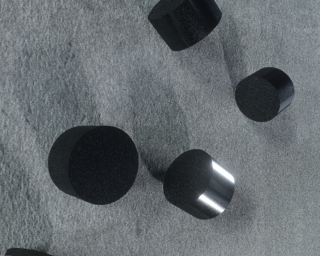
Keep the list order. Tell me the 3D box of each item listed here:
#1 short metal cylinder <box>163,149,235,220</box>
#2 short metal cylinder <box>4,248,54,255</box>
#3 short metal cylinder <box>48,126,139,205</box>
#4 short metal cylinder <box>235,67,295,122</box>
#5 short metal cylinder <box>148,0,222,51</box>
[{"bbox_3d":[0.051,0.075,0.414,0.050,0.080,0.080,38,67,-34],"label":"short metal cylinder"},{"bbox_3d":[-0.110,0.148,0.278,0.080,0.080,0.050,33,70,-36],"label":"short metal cylinder"},{"bbox_3d":[-0.070,0.037,0.331,0.081,0.050,0.079,0,90,-40],"label":"short metal cylinder"},{"bbox_3d":[0.174,-0.056,0.518,0.050,0.080,0.080,-31,110,-36],"label":"short metal cylinder"},{"bbox_3d":[0.031,-0.145,0.397,0.050,0.080,0.080,47,62,-30],"label":"short metal cylinder"}]
